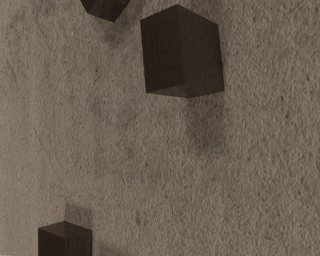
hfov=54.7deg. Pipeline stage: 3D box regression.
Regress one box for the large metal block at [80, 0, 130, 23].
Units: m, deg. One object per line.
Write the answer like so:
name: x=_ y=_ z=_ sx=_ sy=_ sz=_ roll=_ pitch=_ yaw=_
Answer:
large metal block: x=-0.080 y=-0.218 z=0.452 sx=0.080 sy=0.050 sz=0.080 roll=-43 pitch=64 yaw=31

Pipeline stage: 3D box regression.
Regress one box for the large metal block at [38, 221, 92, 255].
large metal block: x=-0.159 y=0.208 z=0.517 sx=0.080 sy=0.050 sz=0.079 roll=0 pitch=90 yaw=39

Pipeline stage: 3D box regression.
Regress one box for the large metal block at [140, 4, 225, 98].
large metal block: x=0.027 y=-0.079 z=0.346 sx=0.050 sy=0.081 sz=0.080 roll=-8 pitch=85 yaw=39
